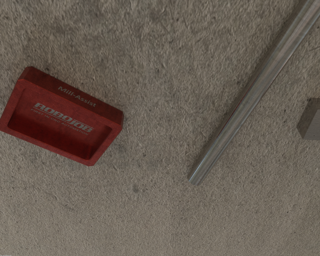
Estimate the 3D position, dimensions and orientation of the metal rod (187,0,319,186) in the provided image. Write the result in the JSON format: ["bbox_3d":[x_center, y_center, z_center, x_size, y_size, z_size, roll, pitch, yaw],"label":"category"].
[{"bbox_3d":[0.105,-0.028,0.384,0.025,0.025,0.298,16,128,-13],"label":"metal rod"}]

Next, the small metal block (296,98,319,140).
[{"bbox_3d":[0.214,-0.011,0.402,0.050,0.025,0.050,3,130,-3],"label":"small metal block"}]

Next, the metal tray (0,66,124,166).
[{"bbox_3d":[-0.124,-0.009,0.394,0.131,0.030,0.090,27,125,-22],"label":"metal tray"}]
